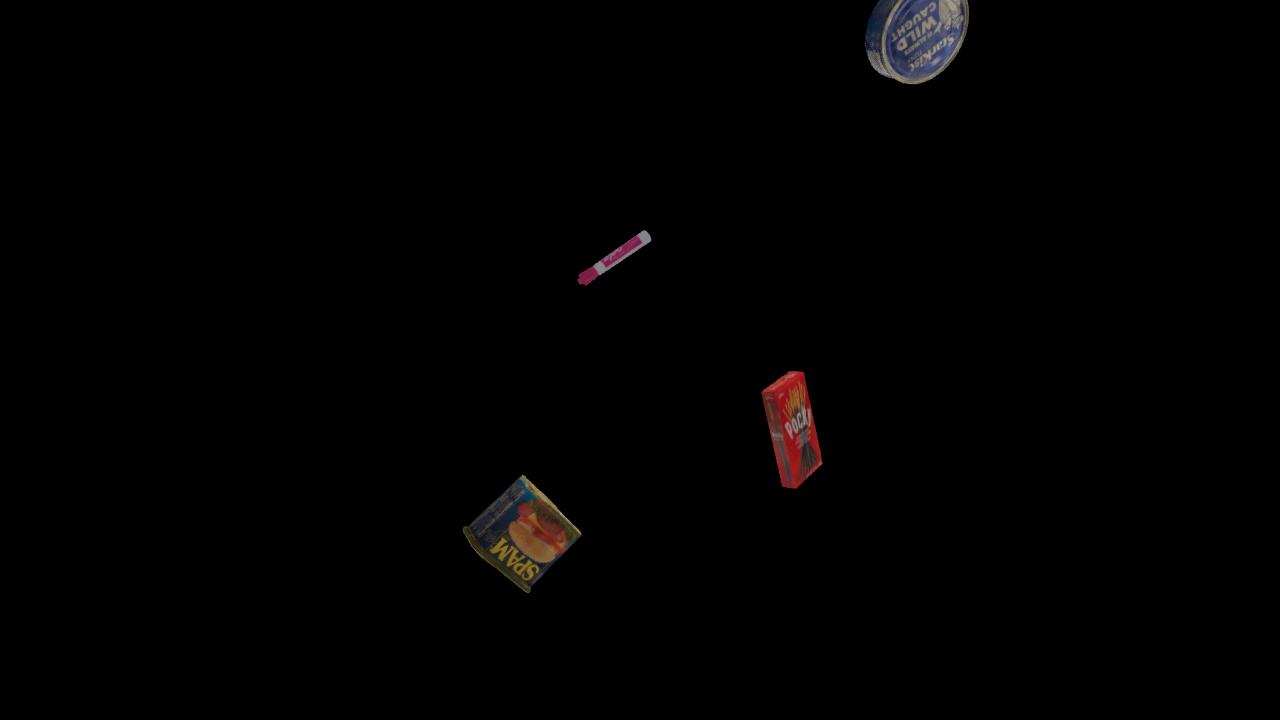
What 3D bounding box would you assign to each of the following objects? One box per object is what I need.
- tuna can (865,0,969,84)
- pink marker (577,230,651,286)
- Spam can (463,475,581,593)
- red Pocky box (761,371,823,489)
[{"bbox_3d":[0.248,-0.297,0.556,0.084,0.084,0.034,0,33,-16],"label":"tuna can"},{"bbox_3d":[-0.037,-0.142,0.864,0.121,0.020,0.020,-36,8,-12],"label":"pink marker"},{"bbox_3d":[-0.126,0.188,0.670,0.085,0.101,0.058,-44,35,-12],"label":"Spam can"},{"bbox_3d":[0.225,0.102,0.902,0.028,0.155,0.083,0,21,47],"label":"red Pocky box"}]
